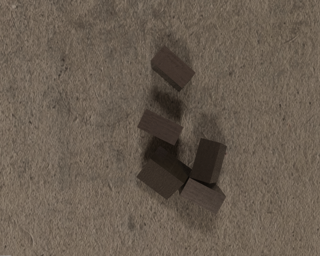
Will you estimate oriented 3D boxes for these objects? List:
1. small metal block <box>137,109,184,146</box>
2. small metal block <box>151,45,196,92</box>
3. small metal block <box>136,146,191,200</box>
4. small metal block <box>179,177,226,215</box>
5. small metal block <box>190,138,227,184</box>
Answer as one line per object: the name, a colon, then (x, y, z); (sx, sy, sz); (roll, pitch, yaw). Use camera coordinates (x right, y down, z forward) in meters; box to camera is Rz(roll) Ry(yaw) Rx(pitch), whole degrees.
small metal block: (0.000, -0.001, 0.398); (0.050, 0.050, 0.025); (26, 90, -1)
small metal block: (0.016, -0.074, 0.398); (0.050, 0.050, 0.025); (41, 90, -1)
small metal block: (0.004, 0.058, 0.395); (0.050, 0.050, 0.025); (37, 47, 2)
small metal block: (0.052, 0.081, 0.397); (0.050, 0.050, 0.025); (28, 93, -2)
small metal block: (0.063, 0.042, 0.395); (0.025, 0.050, 0.050); (15, 88, 22)
